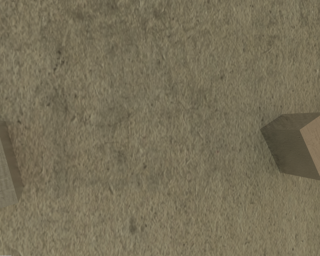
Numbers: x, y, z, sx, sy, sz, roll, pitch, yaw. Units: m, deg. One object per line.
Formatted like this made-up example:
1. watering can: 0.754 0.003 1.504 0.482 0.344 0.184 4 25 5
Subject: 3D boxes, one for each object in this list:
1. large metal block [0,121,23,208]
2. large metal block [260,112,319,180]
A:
1. large metal block: -0.178 0.037 0.314 0.050 0.080 0.080 -15 95 -20
2. large metal block: 0.209 0.025 0.459 0.050 0.080 0.080 -31 101 -18
